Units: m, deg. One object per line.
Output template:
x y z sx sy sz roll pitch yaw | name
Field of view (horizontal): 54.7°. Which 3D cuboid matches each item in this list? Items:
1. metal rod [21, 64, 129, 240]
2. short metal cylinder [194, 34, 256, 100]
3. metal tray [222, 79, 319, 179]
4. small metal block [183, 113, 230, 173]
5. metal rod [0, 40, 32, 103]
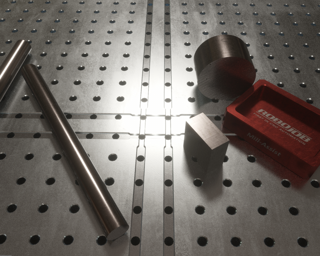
-0.122 0.009 0.398 0.025 0.025 0.300 -26 55 -20 | metal rod
0.091 -0.086 0.445 0.081 0.080 0.050 -2 50 -2 | short metal cylinder
0.162 -0.004 0.410 0.130 0.030 0.091 37 59 26 | metal tray
0.055 0.018 0.377 0.025 0.050 0.050 -26 55 -20 | small metal block
-0.241 -0.023 0.423 0.025 0.025 0.300 4 50 3 | metal rod
